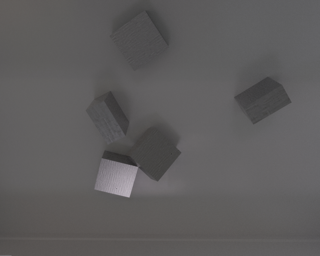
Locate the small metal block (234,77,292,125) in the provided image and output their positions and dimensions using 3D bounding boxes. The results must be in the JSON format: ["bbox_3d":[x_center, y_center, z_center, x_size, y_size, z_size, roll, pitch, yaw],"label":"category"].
[{"bbox_3d":[0.126,-0.035,0.386,0.050,0.050,0.025,-32,107,11],"label":"small metal block"}]

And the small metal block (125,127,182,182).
[{"bbox_3d":[-0.009,0.035,0.412,0.050,0.025,0.050,45,74,-15],"label":"small metal block"}]

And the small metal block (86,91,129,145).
[{"bbox_3d":[-0.064,-0.014,0.392,0.025,0.050,0.050,-26,108,9],"label":"small metal block"}]

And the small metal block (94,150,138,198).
[{"bbox_3d":[-0.060,0.064,0.434,0.050,0.025,0.050,15,109,-6],"label":"small metal block"}]

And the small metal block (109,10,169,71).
[{"bbox_3d":[-0.024,-0.105,0.372,0.050,0.025,0.050,-32,107,11],"label":"small metal block"}]
